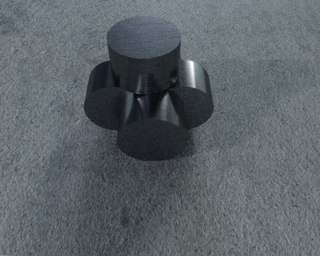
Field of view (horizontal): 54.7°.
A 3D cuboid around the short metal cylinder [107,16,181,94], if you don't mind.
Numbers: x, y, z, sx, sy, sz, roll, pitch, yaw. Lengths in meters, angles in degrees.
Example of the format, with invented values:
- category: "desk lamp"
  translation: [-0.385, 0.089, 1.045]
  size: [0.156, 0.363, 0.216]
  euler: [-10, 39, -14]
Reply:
- category: "short metal cylinder"
  translation: [-0.017, -0.084, 0.355]
  size: [0.081, 0.050, 0.080]
  euler: [0, 50, 0]

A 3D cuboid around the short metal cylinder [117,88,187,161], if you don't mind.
- category: "short metal cylinder"
  translation: [-0.009, -0.003, 0.371]
  size: [0.081, 0.080, 0.050]
  euler: [0, 50, -1]

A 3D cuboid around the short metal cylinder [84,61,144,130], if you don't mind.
- category: "short metal cylinder"
  translation: [-0.055, -0.041, 0.403]
  size: [0.081, 0.080, 0.050]
  euler: [-1, 50, -1]

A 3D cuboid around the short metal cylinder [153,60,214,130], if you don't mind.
- category: "short metal cylinder"
  translation: [0.027, -0.041, 0.404]
  size: [0.081, 0.080, 0.050]
  euler: [0, 50, -1]

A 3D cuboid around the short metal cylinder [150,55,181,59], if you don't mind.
- category: "short metal cylinder"
  translation: [-0.009, -0.081, 0.437]
  size: [0.081, 0.080, 0.050]
  euler: [-1, 50, -2]
